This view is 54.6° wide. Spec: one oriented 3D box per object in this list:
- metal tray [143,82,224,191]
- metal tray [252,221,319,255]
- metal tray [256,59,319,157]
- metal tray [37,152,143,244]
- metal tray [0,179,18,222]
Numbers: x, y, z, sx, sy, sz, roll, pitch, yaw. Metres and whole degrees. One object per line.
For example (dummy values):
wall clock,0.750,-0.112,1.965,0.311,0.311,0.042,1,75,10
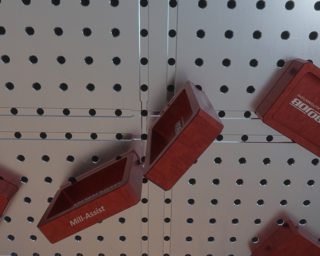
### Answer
metal tray,0.022,0.003,0.358,0.030,0.130,0.090,36,106,-12
metal tray,0.226,0.216,0.492,0.130,0.030,0.090,34,106,-12
metal tray,0.206,-0.018,0.405,0.130,0.030,0.090,30,107,-11
metal tray,-0.087,0.089,0.410,0.130,0.090,0.030,-27,108,9
metal tray,-0.280,0.122,0.453,0.090,0.030,0.129,31,107,-11
